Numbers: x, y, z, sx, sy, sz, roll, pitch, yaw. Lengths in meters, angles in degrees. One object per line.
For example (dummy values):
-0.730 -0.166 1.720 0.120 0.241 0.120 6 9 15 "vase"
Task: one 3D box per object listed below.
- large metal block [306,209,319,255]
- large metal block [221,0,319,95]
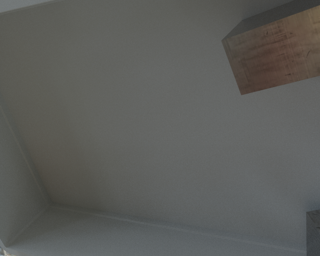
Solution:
0.207 0.147 0.346 0.050 0.080 0.079 -11 115 4 "large metal block"
0.109 -0.076 0.268 0.080 0.080 0.050 -13 112 33 "large metal block"
